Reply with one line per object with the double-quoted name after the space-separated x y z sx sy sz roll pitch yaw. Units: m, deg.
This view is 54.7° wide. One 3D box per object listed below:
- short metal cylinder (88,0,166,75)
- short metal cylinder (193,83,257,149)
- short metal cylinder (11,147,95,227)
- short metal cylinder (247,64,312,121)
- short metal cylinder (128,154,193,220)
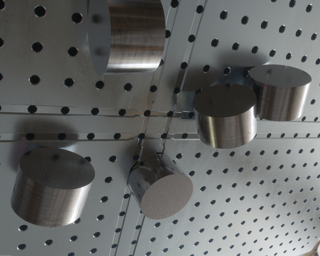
-0.035 -0.092 0.299 0.050 0.080 0.079 -6 121 -25 "short metal cylinder"
0.087 -0.017 0.412 0.081 0.080 0.050 -24 127 -14 "short metal cylinder"
-0.120 0.064 0.350 0.081 0.080 0.050 9 114 -32 "short metal cylinder"
0.162 -0.051 0.433 0.081 0.080 0.050 -14 125 -20 "short metal cylinder"
0.000 0.084 0.447 0.081 0.050 0.079 -14 124 -21 "short metal cylinder"
